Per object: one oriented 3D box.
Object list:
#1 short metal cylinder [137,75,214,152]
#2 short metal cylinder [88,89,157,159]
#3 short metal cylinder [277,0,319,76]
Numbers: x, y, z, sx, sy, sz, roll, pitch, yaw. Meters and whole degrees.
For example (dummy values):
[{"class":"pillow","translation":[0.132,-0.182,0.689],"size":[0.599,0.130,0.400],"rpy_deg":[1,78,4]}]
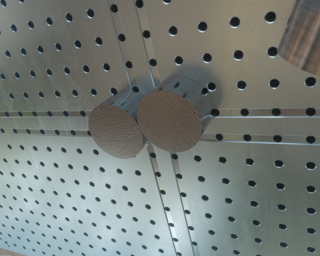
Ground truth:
[{"class":"short metal cylinder","translation":[0.019,-0.018,0.373],"size":[0.080,0.050,0.079],"rpy_deg":[13,124,20]},{"class":"short metal cylinder","translation":[-0.047,-0.006,0.415],"size":[0.080,0.050,0.079],"rpy_deg":[13,124,20]},{"class":"short metal cylinder","translation":[0.145,-0.077,0.252],"size":[0.080,0.080,0.050],"rpy_deg":[21,126,15]}]
